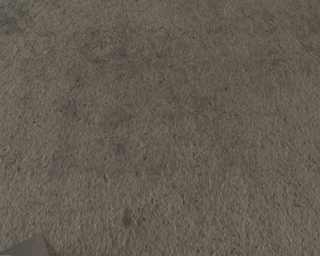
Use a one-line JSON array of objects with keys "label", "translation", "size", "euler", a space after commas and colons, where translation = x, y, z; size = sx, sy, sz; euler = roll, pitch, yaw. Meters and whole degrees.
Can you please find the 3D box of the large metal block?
[{"label": "large metal block", "translation": [-0.121, 0.151, 0.259], "size": [0.081, 0.050, 0.080], "euler": [-24, 54, -19]}]
